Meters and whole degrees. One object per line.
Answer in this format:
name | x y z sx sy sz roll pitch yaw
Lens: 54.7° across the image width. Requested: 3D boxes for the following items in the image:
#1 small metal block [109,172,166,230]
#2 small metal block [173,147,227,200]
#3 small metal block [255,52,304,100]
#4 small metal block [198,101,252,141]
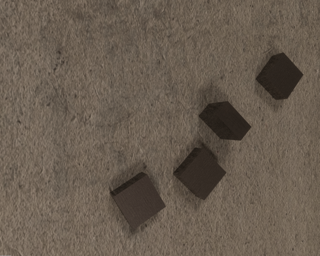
small metal block | -0.029 0.093 0.400 0.050 0.025 0.050 -32 101 -18
small metal block | 0.055 0.063 0.431 0.050 0.025 0.050 46 76 -15
small metal block | 0.185 -0.079 0.479 0.050 0.025 0.050 41 77 -16
small metal block | 0.089 -0.009 0.430 0.050 0.050 0.025 44 76 -15
